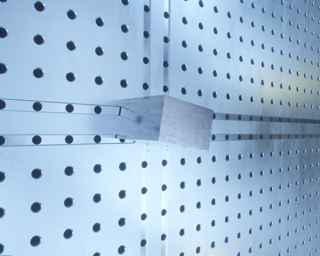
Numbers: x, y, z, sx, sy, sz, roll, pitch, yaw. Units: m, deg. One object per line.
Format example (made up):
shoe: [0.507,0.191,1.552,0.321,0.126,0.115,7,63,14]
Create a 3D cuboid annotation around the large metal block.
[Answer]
large metal block: [0.006,-0.004,0.380,0.081,0.080,0.050,13,82,-40]
